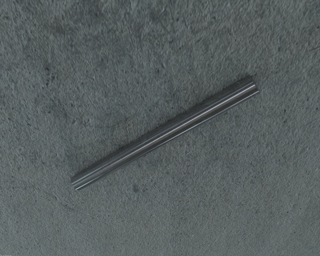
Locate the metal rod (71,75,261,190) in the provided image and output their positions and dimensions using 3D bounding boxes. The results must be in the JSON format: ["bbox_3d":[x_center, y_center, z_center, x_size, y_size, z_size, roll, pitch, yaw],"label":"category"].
[{"bbox_3d":[-0.008,0.016,0.423,0.300,0.025,0.025,-30,124,22],"label":"metal rod"}]
